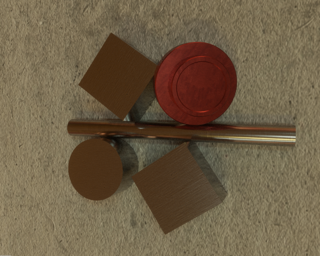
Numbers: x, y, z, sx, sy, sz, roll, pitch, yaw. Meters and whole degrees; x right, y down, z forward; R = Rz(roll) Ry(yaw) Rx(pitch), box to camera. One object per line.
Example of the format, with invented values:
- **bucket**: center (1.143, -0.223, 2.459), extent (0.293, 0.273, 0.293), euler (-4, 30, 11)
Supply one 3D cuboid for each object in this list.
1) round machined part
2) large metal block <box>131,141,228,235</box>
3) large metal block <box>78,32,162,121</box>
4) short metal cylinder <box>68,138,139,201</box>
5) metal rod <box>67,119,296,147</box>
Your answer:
- **round machined part**: center (0.043, -0.050, 0.360), extent (0.099, 0.042, 0.097), euler (-2, 105, -8)
- **large metal block**: center (0.025, 0.072, 0.387), extent (0.080, 0.050, 0.080), euler (-35, 79, 16)
- **large metal block**: center (-0.045, -0.065, 0.409), extent (0.080, 0.050, 0.080), euler (38, 102, 15)
- **short metal cylinder**: center (-0.076, 0.054, 0.422), extent (0.080, 0.050, 0.079), euler (0, 90, 19)
- **metal rod**: center (0.013, 0.004, 0.406), extent (0.301, 0.025, 0.025), euler (2, 91, 19)
